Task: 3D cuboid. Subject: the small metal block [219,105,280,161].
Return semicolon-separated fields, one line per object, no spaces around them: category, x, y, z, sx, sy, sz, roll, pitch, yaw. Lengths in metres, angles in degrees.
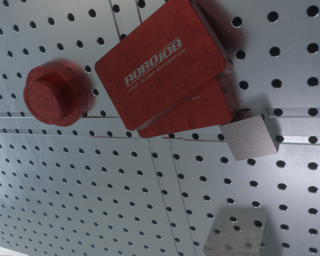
small metal block;0.105;0.007;0.361;0.050;0.025;0.050;-17;110;35

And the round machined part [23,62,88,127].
round machined part;-0.160;-0.044;0.457;0.098;0.042;0.097;13;124;21

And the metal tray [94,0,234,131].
metal tray;0.000;-0.066;0.332;0.130;0.030;0.090;-33;81;26

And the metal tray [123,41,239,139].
metal tray;0.017;-0.041;0.374;0.130;0.030;0.090;-12;113;33

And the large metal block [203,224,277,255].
large metal block;0.120;0.188;0.448;0.080;0.050;0.080;-12;113;33
